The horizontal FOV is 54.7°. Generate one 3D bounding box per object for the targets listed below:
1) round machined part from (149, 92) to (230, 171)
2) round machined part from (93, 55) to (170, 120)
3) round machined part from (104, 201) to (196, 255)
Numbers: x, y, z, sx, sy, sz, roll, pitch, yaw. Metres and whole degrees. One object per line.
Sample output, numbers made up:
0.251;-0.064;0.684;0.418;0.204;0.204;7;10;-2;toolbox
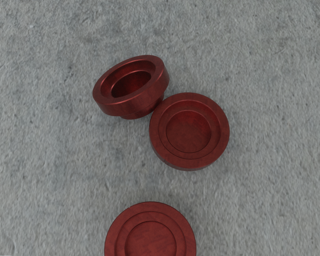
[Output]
0.035;0.007;0.396;0.099;0.042;0.098;1;72;-2;round machined part
-0.033;-0.049;0.401;0.098;0.042;0.098;-16;40;14;round machined part
-0.010;0.135;0.350;0.099;0.042;0.098;0;70;-1;round machined part
